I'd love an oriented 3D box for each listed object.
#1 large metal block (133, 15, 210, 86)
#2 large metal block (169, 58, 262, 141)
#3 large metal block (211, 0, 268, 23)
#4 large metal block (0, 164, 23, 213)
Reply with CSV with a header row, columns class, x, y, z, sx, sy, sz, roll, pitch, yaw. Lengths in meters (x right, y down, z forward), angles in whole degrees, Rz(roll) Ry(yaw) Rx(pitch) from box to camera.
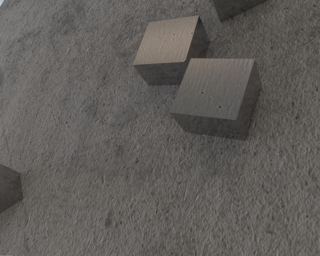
class,x,y,z,sx,sy,sz,roll,pitch,yaw
large metal block,0.018,-0.109,0.445,0.080,0.050,0.080,3,63,29
large metal block,0.069,-0.036,0.374,0.080,0.050,0.080,9,66,32
large metal block,0.111,-0.217,0.463,0.080,0.050,0.080,-23,53,14
large metal block,-0.265,0.091,0.451,0.080,0.080,0.050,-33,52,7
